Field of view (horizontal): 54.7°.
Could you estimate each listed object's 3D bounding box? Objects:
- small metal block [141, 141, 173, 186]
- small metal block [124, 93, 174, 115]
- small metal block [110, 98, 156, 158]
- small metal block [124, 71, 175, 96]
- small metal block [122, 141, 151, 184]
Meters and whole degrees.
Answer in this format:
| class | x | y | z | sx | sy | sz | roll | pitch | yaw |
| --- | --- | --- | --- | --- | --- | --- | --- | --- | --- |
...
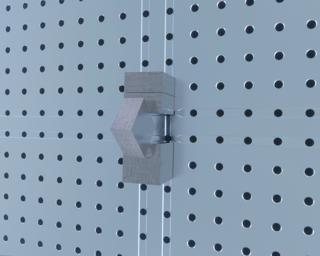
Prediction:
| class | x | y | z | sx | sy | sz | roll | pitch | yaw |
| --- | --- | --- | --- | --- | --- | --- | --- | --- | --- |
| small metal block | -0.003 | 0.044 | 0.398 | 0.025 | 0.050 | 0.050 | 2 | 91 | 20 |
| small metal block | -0.013 | -0.031 | 0.402 | 0.050 | 0.050 | 0.025 | 2 | 91 | 19 |
| small metal block | -0.030 | 0.000 | 0.365 | 0.025 | 0.050 | 0.050 | 1 | 48 | 20 |
| small metal block | -0.012 | -0.056 | 0.402 | 0.050 | 0.050 | 0.025 | 2 | 91 | 19 |
| small metal block | -0.026 | 0.043 | 0.407 | 0.025 | 0.050 | 0.050 | 2 | 91 | 20 |
